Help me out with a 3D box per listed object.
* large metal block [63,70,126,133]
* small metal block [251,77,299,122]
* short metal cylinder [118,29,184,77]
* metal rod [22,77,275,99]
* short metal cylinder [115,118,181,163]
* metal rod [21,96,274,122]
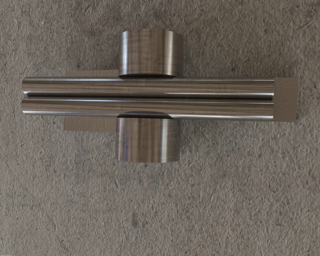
[{"bbox_3d":[-0.082,-0.035,0.426,0.080,0.050,0.080,2,91,20],"label":"large metal block"},{"bbox_3d":[0.133,-0.033,0.363,0.050,0.025,0.050,3,91,20],"label":"small metal block"},{"bbox_3d":[-0.011,-0.086,0.385,0.080,0.080,0.050,2,91,20],"label":"short metal cylinder"},{"bbox_3d":[-0.023,-0.049,0.371,0.301,0.025,0.025,2,91,12],"label":"metal rod"},{"bbox_3d":[-0.015,0.013,0.386,0.080,0.080,0.050,2,91,20],"label":"short metal cylinder"},{"bbox_3d":[-0.024,-0.024,0.371,0.301,0.025,0.025,2,91,12],"label":"metal rod"}]
